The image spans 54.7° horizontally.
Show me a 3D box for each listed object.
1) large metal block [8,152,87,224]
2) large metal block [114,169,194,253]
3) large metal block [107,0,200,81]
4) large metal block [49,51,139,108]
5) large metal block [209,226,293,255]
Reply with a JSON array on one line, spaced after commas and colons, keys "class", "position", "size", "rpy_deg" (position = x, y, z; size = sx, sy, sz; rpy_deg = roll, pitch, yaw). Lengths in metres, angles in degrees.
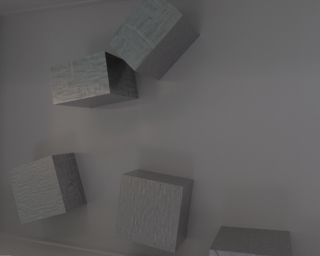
[{"class": "large metal block", "position": [-0.164, 0.087, 0.455], "size": [0.080, 0.050, 0.080], "rpy_deg": [-18, 84, 19]}, {"class": "large metal block", "position": [-0.007, 0.102, 0.399], "size": [0.080, 0.050, 0.079], "rpy_deg": [8, 93, 19]}, {"class": "large metal block", "position": [-0.005, -0.110, 0.383], "size": [0.050, 0.080, 0.080], "rpy_deg": [47, 104, 14]}, {"class": "large metal block", "position": [-0.085, -0.060, 0.411], "size": [0.080, 0.080, 0.050], "rpy_deg": [-9, 87, 20]}, {"class": "large metal block", "position": [0.103, 0.149, 0.345], "size": [0.080, 0.080, 0.050], "rpy_deg": [-2, 90, 20]}]
